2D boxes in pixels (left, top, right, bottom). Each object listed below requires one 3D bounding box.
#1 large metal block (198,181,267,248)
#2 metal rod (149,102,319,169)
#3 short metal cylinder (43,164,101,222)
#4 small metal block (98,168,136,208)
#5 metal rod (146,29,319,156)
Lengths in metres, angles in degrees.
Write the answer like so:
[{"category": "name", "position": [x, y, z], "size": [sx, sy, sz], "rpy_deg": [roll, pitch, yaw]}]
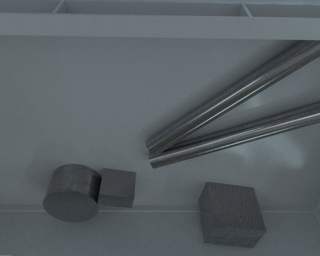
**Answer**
[{"category": "large metal block", "position": [0.111, 0.137, 0.491], "size": [0.081, 0.080, 0.050], "rpy_deg": [9, 130, -8]}, {"category": "metal rod", "position": [0.128, 0.004, 0.414], "size": [0.301, 0.025, 0.025], "rpy_deg": [-17, 128, 13]}, {"category": "short metal cylinder", "position": [-0.132, 0.101, 0.477], "size": [0.081, 0.050, 0.079], "rpy_deg": [0, 130, 0]}, {"category": "small metal block", "position": [-0.064, 0.091, 0.469], "size": [0.050, 0.050, 0.025], "rpy_deg": [9, 130, -8]}, {"category": "metal rod", "position": [0.103, -0.047, 0.370], "size": [0.299, 0.025, 0.025], "rpy_deg": [-33, 123, 24]}]
